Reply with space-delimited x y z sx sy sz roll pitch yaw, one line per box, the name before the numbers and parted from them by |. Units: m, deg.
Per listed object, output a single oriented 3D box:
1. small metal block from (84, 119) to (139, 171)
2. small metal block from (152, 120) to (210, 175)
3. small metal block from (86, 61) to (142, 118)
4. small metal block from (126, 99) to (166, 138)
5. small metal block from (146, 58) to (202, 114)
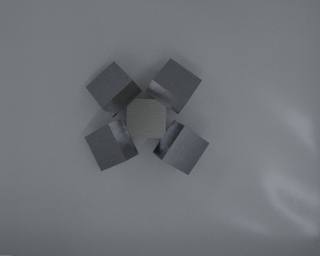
small metal block | -0.062 0.022 0.397 0.050 0.025 0.050 -26 90 37
small metal block | 0.027 0.026 0.398 0.050 0.025 0.050 34 90 -35
small metal block | -0.059 -0.050 0.396 0.050 0.025 0.050 -42 53 0
small metal block | -0.017 -0.012 0.409 0.050 0.025 0.050 2 90 0
small metal block | 0.018 -0.054 0.397 0.050 0.025 0.050 35 53 -1
